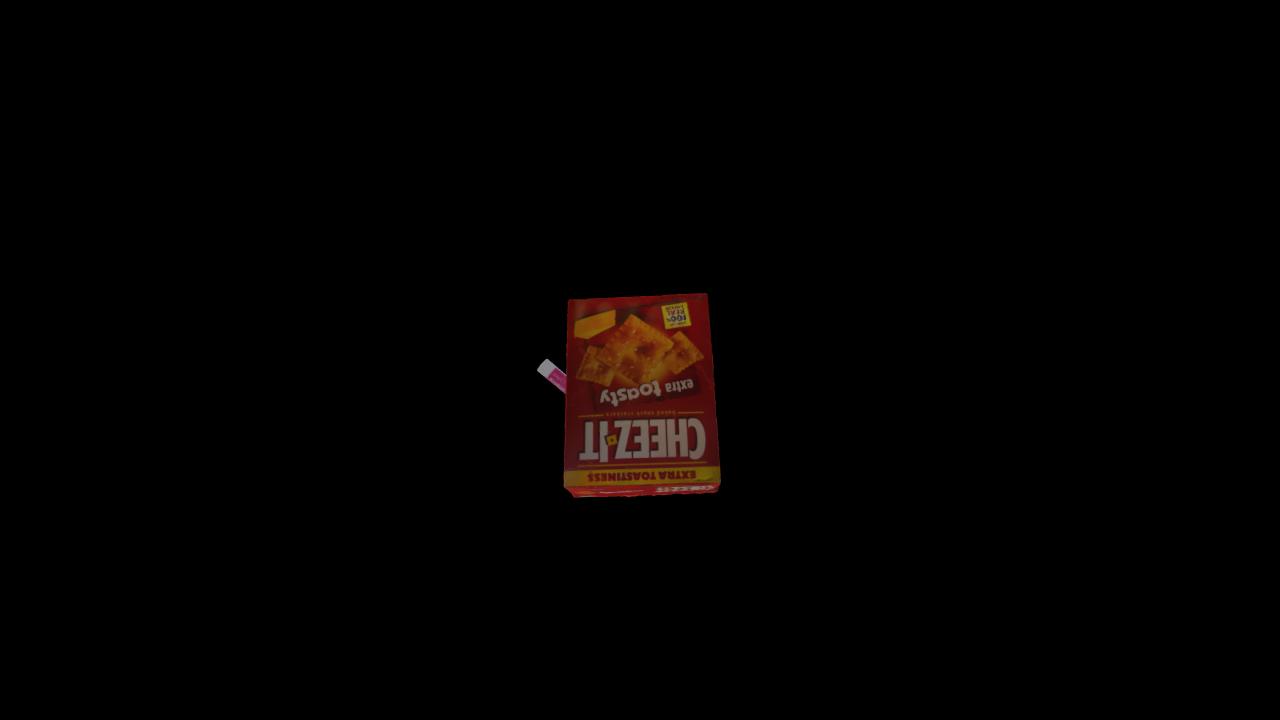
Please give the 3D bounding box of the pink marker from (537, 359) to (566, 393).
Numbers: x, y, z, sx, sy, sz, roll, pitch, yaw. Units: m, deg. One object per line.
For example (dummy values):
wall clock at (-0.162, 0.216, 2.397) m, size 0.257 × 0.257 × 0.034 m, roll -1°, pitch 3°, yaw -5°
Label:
pink marker at (-0.068, 0.044, 0.715) m, size 0.121 × 0.020 × 0.020 m, roll 40°, pitch 0°, yaw 0°

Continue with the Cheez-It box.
Cheez-It box at (0.000, 0.038, 0.694) m, size 0.166 × 0.223 × 0.071 m, roll -2°, pitch -21°, yaw 3°
